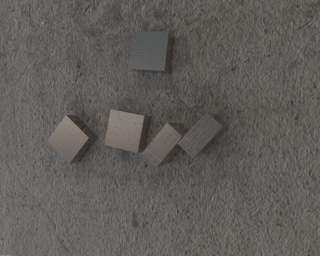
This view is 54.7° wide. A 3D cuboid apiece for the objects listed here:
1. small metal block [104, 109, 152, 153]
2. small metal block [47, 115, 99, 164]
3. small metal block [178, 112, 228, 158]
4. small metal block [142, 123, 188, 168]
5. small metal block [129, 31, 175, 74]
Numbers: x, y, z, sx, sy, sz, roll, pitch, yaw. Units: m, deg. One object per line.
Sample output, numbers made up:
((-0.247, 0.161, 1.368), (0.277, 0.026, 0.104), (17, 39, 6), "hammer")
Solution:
((-0.044, 0.004, 0.424), (0.050, 0.025, 0.050), (12, 94, 19), "small metal block")
((-0.128, 0.016, 0.454), (0.050, 0.025, 0.050), (42, 103, 15), "small metal block")
((0.054, 0.008, 0.377), (0.025, 0.050, 0.050), (46, 104, 14), "small metal block")
((0.011, 0.020, 0.392), (0.025, 0.050, 0.050), (43, 103, 15), "small metal block")
((-0.011, -0.100, 0.413), (0.050, 0.025, 0.050), (7, 92, 19), "small metal block")
